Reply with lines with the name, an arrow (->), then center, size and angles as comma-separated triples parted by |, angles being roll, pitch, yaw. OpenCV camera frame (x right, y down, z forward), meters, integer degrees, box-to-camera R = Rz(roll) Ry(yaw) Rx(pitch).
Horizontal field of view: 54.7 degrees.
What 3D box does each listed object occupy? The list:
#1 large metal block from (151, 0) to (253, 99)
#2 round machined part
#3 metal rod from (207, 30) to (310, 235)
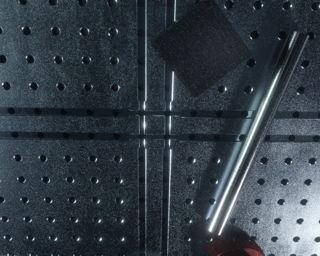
large metal block -> 0.047, -0.095, 0.366 | 0.080, 0.050, 0.080 | -38, 106, 12
round machined part -> 0.125, 0.230, 0.491 | 0.099, 0.042, 0.097 | 0, 110, -1
metal rod -> 0.126, 0.020, 0.422 | 0.025, 0.025, 0.298 | 15, 109, -6
